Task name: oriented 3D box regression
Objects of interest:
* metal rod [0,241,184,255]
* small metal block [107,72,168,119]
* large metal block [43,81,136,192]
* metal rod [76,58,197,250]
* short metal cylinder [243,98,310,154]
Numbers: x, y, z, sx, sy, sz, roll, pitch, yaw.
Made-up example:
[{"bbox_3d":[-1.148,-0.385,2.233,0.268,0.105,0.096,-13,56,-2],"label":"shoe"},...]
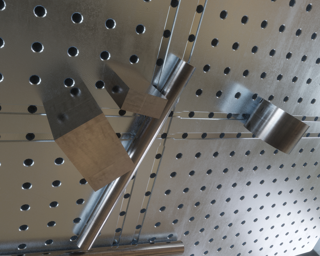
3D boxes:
[{"bbox_3d":[-0.089,0.199,0.485,0.302,0.025,0.025,9,114,-32],"label":"metal rod"},{"bbox_3d":[-0.027,-0.038,0.357,0.050,0.050,0.025,13,112,-34],"label":"small metal block"},{"bbox_3d":[-0.077,0.008,0.338,0.050,0.080,0.080,-31,129,-8],"label":"large metal block"},{"bbox_3d":[-0.039,0.045,0.417,0.025,0.025,0.298,20,108,-36],"label":"metal rod"},{"bbox_3d":[0.175,-0.004,0.469,0.080,0.080,0.050,20,108,-36],"label":"short metal cylinder"}]
